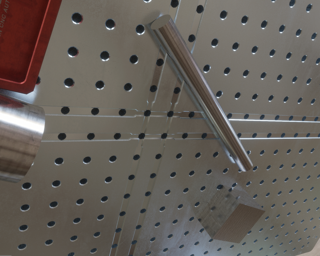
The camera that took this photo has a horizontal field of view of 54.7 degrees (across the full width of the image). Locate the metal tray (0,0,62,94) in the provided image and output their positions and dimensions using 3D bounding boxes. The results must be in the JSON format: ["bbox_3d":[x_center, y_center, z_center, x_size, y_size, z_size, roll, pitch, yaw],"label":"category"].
[{"bbox_3d":[-0.141,-0.102,0.267,0.091,0.030,0.129,13,112,-34],"label":"metal tray"}]

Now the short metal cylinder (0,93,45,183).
[{"bbox_3d":[-0.153,0.008,0.297,0.050,0.080,0.080,23,106,-37],"label":"short metal cylinder"}]

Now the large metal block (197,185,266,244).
[{"bbox_3d":[0.129,0.158,0.563,0.080,0.050,0.080,24,105,-37],"label":"large metal block"}]

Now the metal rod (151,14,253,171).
[{"bbox_3d":[0.074,-0.026,0.434,0.025,0.025,0.300,-40,130,-1],"label":"metal rod"}]
